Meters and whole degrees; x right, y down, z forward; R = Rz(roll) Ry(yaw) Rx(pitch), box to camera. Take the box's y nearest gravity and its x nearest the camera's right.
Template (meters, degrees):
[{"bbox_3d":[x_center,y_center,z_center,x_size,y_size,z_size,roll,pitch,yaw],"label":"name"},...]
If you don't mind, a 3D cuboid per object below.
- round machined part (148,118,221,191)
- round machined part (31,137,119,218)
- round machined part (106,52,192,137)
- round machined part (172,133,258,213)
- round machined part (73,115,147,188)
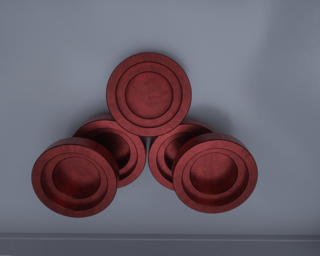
[{"bbox_3d":[0.034,0.033,0.413,0.099,0.042,0.097,0,110,0],"label":"round machined part"},{"bbox_3d":[-0.098,0.056,0.376,0.099,0.042,0.097,0,110,0],"label":"round machined part"},{"bbox_3d":[-0.013,-0.039,0.376,0.099,0.042,0.097,0,92,-2],"label":"round machined part"},{"bbox_3d":[0.063,0.051,0.376,0.099,0.042,0.097,0,110,0],"label":"round machined part"},{"bbox_3d":[-0.067,0.028,0.410,0.099,0.042,0.097,0,110,0],"label":"round machined part"}]
